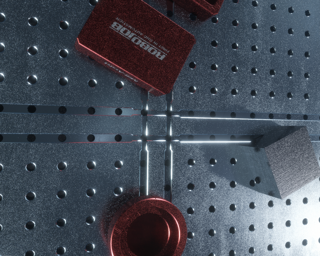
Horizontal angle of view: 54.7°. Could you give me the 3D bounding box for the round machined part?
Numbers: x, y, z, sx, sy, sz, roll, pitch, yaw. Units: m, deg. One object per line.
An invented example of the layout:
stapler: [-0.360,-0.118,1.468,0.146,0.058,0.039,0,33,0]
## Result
round machined part: [-0.018,0.134,0.397,0.099,0.042,0.097,0,90,-20]

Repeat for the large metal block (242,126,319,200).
large metal block: [0.184,0.049,0.467,0.081,0.050,0.080,-24,98,-18]

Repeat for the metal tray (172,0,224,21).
metal tray: [0.061,-0.230,0.431,0.090,0.030,0.130,27,81,-18]

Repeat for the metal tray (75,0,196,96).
metal tray: [-0.029,-0.110,0.399,0.131,0.030,0.090,29,80,-18]
